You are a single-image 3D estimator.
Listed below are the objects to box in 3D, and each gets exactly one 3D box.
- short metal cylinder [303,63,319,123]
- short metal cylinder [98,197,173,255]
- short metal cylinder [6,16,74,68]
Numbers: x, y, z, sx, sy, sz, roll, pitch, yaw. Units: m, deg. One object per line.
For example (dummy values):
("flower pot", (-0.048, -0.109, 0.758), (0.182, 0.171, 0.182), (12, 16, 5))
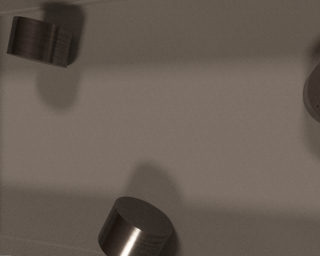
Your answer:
("short metal cylinder", (0.198, -0.039, 0.328), (0.080, 0.050, 0.079), (0, 90, 19))
("short metal cylinder", (-0.030, 0.131, 0.391), (0.080, 0.080, 0.050), (29, 100, 17))
("short metal cylinder", (-0.169, -0.120, 0.439), (0.080, 0.080, 0.050), (14, 95, 19))
